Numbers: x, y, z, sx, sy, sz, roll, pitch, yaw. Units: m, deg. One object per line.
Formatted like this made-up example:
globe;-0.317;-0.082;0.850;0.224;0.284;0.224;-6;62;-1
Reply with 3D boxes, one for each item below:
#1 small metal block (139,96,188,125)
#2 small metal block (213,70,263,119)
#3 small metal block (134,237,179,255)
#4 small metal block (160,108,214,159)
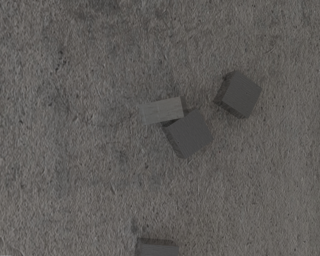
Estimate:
small metal block;0.006;-0.023;0.388;0.050;0.050;0.025;-11;94;12
small metal block;0.113;-0.048;0.451;0.050;0.025;0.050;30;80;-18
small metal block;-0.007;0.175;0.407;0.050;0.025;0.050;12;86;-20
small metal block;0.037;0.007;0.423;0.050;0.025;0.050;-33;101;-17
